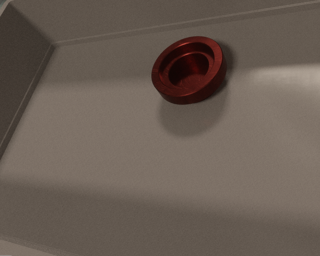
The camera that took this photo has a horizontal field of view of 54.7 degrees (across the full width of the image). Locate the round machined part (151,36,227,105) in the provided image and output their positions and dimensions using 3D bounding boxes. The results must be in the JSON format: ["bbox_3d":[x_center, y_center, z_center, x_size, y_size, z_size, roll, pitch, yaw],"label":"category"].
[{"bbox_3d":[0.042,-0.072,0.416,0.098,0.042,0.098,-13,56,20],"label":"round machined part"}]
